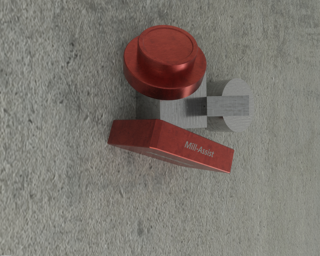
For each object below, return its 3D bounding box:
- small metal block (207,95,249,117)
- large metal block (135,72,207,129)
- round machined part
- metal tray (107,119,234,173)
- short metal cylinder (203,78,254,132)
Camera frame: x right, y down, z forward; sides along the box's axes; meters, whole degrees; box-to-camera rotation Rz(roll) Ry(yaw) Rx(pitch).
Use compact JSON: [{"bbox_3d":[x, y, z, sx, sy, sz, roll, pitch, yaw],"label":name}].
[{"bbox_3d":[0.087,-0.029,0.403,0.050,0.050,0.025,-30,119,-80],"label":"small metal block"},{"bbox_3d":[0.015,-0.039,0.403,0.081,0.050,0.079,-2,92,-40],"label":"large metal block"},{"bbox_3d":[0.007,-0.083,0.363,0.098,0.098,0.042,-44,161,-31],"label":"round machined part"},{"bbox_3d":[0.015,0.023,0.376,0.131,0.090,0.030,21,77,-38],"label":"metal tray"},{"bbox_3d":[0.099,-0.033,0.474,0.081,0.050,0.080,0,90,-40],"label":"short metal cylinder"}]
